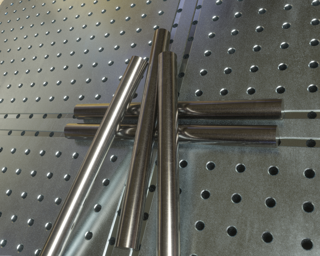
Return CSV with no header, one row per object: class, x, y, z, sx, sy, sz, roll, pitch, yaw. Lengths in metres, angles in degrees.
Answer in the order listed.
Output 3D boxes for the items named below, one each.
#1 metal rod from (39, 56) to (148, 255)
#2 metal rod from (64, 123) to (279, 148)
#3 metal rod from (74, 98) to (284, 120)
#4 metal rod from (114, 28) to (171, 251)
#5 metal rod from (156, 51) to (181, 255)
metal rod,-0.085,0.041,0.402,0.025,0.025,0.299,15,76,34
metal rod,-0.005,0.007,0.406,0.300,0.025,0.025,1,62,28
metal rod,0.005,-0.023,0.419,0.300,0.025,0.025,1,62,28
metal rod,-0.015,-0.007,0.388,0.025,0.025,0.299,-6,59,25
metal rod,0.009,0.043,0.352,0.025,0.025,0.299,-10,64,22
